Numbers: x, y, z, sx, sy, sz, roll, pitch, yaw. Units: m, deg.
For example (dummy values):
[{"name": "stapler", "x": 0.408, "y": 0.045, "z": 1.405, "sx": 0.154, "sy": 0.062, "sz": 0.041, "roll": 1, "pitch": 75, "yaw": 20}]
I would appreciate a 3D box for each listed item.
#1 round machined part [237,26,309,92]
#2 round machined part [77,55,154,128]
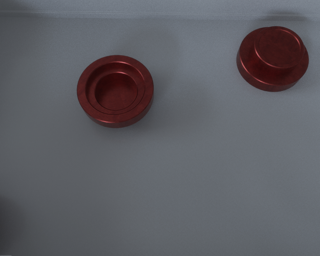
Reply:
[{"name": "round machined part", "x": 0.163, "y": -0.104, "z": 0.440, "sx": 0.099, "sy": 0.042, "sz": 0.098, "roll": 0, "pitch": 70, "yaw": 0}, {"name": "round machined part", "x": -0.057, "y": -0.045, "z": 0.417, "sx": 0.099, "sy": 0.042, "sz": 0.098, "roll": 0, "pitch": 70, "yaw": 0}]
